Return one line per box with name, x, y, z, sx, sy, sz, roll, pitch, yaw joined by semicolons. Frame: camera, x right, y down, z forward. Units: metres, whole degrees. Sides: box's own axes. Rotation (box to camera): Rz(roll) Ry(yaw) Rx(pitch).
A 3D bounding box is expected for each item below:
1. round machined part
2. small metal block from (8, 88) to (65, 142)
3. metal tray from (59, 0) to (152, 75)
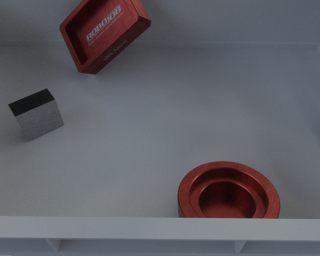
round machined part;0.067;0.083;0.317;0.099;0.042;0.098;-2;38;2
small metal block;-0.158;-0.016;0.400;0.050;0.050;0.025;-29;56;-22
metal tray;-0.084;-0.150;0.454;0.030;0.130;0.090;-5;65;-58
